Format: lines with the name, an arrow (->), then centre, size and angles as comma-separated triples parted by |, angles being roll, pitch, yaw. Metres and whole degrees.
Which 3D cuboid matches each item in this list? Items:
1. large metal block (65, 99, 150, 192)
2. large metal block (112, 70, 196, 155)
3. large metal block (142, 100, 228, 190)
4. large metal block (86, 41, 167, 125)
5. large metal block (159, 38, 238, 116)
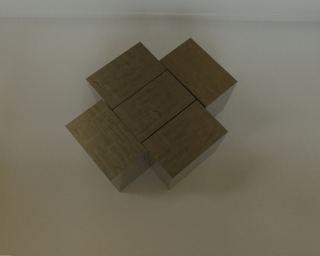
large metal block -> -0.058, 0.024, 0.370 | 0.050, 0.080, 0.080 | -39, 75, -13
large metal block -> -0.006, -0.013, 0.384 | 0.080, 0.080, 0.050 | -38, 75, -13
large metal block -> 0.027, 0.024, 0.372 | 0.080, 0.080, 0.050 | -38, 75, -13
large metal block -> -0.039, -0.049, 0.397 | 0.080, 0.080, 0.050 | -38, 75, -13
large metal block -> 0.044, -0.054, 0.400 | 0.050, 0.080, 0.080 | -39, 75, -13
